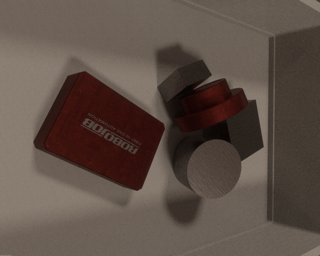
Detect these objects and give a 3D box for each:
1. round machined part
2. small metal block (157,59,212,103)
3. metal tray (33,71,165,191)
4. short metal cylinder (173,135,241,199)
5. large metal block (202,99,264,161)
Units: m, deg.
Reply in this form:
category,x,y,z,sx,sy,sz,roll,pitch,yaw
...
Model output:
category,x,y,z,sx,sy,sz,roll,pitch,yaw
round machined part,0.064,-0.034,0.416,0.099,0.098,0.042,-31,101,-36
small metal block,0.033,-0.063,0.416,0.050,0.050,0.025,-28,86,-37
metal tray,-0.061,0.007,0.354,0.130,0.030,0.090,33,69,-35
short metal cylinder,0.064,0.052,0.430,0.081,0.050,0.079,-2,96,-19
large metal block,0.114,0.005,0.489,0.081,0.050,0.079,-22,104,-38
